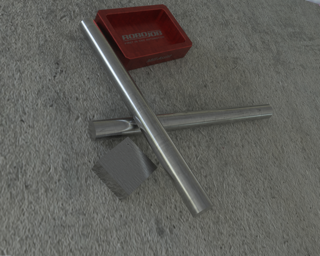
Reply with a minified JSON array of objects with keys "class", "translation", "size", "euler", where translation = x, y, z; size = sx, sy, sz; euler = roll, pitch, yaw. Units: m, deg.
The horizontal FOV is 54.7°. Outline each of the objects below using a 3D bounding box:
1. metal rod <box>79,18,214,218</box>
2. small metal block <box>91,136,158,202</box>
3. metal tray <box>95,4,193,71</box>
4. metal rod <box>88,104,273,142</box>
[{"class":"metal rod","translation":[-0.029,-0.030,0.376],"size":[0.025,0.025,0.299],"euler":[-15,60,-34]},{"class":"small metal block","translation":[-0.040,0.046,0.354],"size":[0.050,0.025,0.050],"euler":[46,51,4]},{"class":"metal tray","translation":[-0.024,-0.141,0.473],"size":[0.131,0.030,0.090],"euler":[-22,74,-36]},{"class":"metal rod","translation":[0.050,-0.012,0.437],"size":[0.303,0.025,0.025],"euler":[-7,65,-31]}]
